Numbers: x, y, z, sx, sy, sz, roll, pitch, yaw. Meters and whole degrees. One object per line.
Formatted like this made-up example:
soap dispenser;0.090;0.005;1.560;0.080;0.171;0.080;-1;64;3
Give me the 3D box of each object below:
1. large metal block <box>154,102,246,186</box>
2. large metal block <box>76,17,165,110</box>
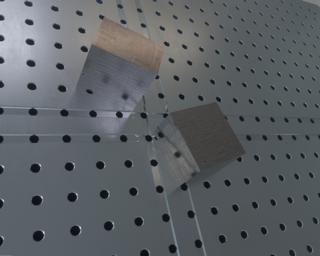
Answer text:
large metal block;0.051;0.019;0.408;0.081;0.050;0.080;-15;70;-34
large metal block;-0.051;-0.078;0.393;0.080;0.080;0.050;22;54;-15
